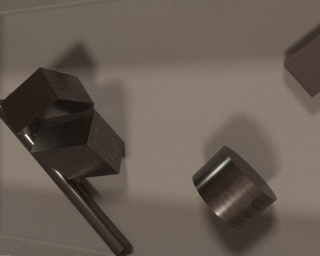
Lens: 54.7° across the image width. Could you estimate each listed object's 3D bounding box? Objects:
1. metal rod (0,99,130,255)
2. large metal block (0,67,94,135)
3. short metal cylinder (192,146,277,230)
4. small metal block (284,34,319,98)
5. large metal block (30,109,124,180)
[{"bbox_3d":[-0.153,0.066,0.462,0.300,0.025,0.025,45,104,14],"label":"metal rod"},{"bbox_3d":[-0.156,-0.034,0.435,0.080,0.080,0.050,-36,79,16],"label":"large metal block"},{"bbox_3d":[0.084,0.066,0.352,0.050,0.080,0.080,-47,76,14],"label":"short metal cylinder"},{"bbox_3d":[0.177,-0.070,0.348,0.050,0.025,0.050,-39,78,15],"label":"small metal block"},{"bbox_3d":[-0.104,0.025,0.409,0.080,0.080,0.050,-9,54,19],"label":"large metal block"}]
